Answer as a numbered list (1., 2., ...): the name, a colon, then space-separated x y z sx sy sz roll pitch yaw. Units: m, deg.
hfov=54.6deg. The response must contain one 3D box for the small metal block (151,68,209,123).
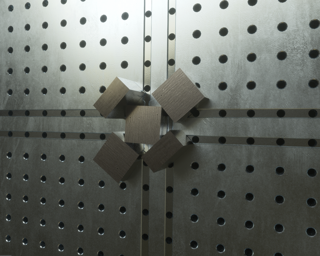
1. small metal block: 0.026 -0.041 0.403 0.050 0.025 0.050 -42 77 15

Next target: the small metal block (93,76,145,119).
1. small metal block: -0.054 -0.039 0.418 0.025 0.050 0.050 45 105 14

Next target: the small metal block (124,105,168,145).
1. small metal block: -0.018 -0.004 0.419 0.050 0.025 0.050 4 90 21

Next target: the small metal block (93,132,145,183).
1. small metal block: -0.056 0.040 0.433 0.050 0.025 0.050 40 102 15

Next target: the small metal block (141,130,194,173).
1. small metal block: 0.011 0.028 0.396 0.050 0.050 0.025 -44 76 15
